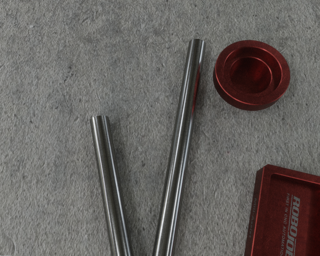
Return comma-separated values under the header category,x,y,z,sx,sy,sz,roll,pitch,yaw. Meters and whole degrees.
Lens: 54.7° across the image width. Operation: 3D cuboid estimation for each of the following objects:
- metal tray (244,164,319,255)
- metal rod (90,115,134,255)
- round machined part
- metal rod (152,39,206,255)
category,x,y,z,sx,sy,sz,roll,pitch,yaw
metal tray,0.154,0.116,0.364,0.090,0.030,0.130,14,70,4
metal rod,-0.047,0.126,0.361,0.025,0.025,0.299,-12,71,-5
round machined part,0.122,-0.068,0.425,0.099,0.042,0.098,0,70,-1
metal rod,0.028,0.015,0.402,0.025,0.025,0.299,10,70,3
